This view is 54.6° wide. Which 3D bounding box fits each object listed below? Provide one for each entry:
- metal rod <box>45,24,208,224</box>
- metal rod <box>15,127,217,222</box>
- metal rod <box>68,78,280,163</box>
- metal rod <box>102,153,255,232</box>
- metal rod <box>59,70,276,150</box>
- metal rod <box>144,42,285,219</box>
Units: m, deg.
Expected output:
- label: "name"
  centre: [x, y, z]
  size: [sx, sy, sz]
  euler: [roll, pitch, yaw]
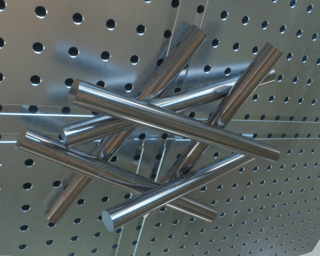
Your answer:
- label: "metal rod"
  centre: [-0.046, 0.001, 0.385]
  size: [0.025, 0.025, 0.299]
  euler: [33, 100, -38]
- label: "metal rod"
  centre: [-0.032, 0.072, 0.398]
  size: [0.301, 0.025, 0.025]
  euler: [29, 102, -33]
- label: "metal rod"
  centre: [0.042, 0.003, 0.364]
  size: [0.302, 0.025, 0.025]
  euler: [16, 110, -34]
- label: "metal rod"
  centre: [0.057, 0.069, 0.435]
  size: [0.302, 0.025, 0.025]
  euler: [-17, 127, -37]
- label: "metal rod"
  centre: [0.031, -0.034, 0.380]
  size: [0.302, 0.025, 0.025]
  euler: [-19, 126, -27]
- label: "metal rod"
  centre: [0.057, 0.019, 0.420]
  size: [0.025, 0.025, 0.299]
  euler: [17, 120, -35]
